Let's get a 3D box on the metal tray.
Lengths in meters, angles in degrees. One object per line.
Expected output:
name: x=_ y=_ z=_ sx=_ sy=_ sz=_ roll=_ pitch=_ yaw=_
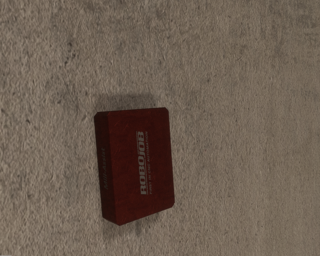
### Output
metal tray: x=-0.028 y=0.042 z=0.380 sx=0.091 sy=0.030 sz=0.129 roll=-7 pitch=95 yaw=-40
